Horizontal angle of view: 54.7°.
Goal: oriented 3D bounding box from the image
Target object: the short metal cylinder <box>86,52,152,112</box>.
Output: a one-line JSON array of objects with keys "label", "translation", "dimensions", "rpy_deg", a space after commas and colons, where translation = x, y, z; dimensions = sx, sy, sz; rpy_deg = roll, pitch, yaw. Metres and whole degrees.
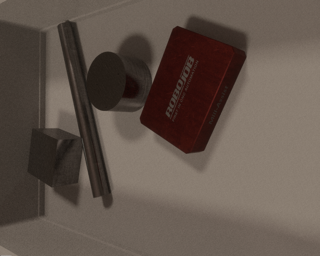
[{"label": "short metal cylinder", "translation": [-0.058, -0.063, 0.436], "dimensions": [0.080, 0.050, 0.079], "rpy_deg": [0, 90, 39]}]

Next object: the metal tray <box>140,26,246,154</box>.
[{"label": "metal tray", "translation": [0.034, -0.046, 0.374], "dimensions": [0.090, 0.030, 0.129], "rpy_deg": [33, 110, 34]}]

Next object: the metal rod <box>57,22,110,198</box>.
[{"label": "metal rod", "translation": [-0.128, -0.036, 0.509], "dimensions": [0.025, 0.025, 0.299], "rpy_deg": [-24, 75, 37]}]

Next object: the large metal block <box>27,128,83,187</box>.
[{"label": "large metal block", "translation": [-0.182, 0.048, 0.537], "dimensions": [0.080, 0.050, 0.079], "rpy_deg": [16, 100, 38]}]
